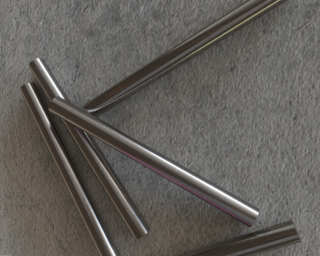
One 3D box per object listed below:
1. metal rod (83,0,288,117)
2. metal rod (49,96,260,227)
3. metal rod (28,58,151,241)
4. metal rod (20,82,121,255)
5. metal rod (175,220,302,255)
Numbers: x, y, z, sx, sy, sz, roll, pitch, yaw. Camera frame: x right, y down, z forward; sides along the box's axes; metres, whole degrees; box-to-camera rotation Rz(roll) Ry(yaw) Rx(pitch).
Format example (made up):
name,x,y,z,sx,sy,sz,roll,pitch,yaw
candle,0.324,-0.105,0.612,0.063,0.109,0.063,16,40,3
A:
name,x,y,z,sx,sy,sz,roll,pitch,yaw
metal rod,0.024,-0.094,0.399,0.300,0.025,0.025,-29,81,17
metal rod,-0.017,0.037,0.400,0.301,0.025,0.025,28,99,12
metal rod,-0.106,0.023,0.444,0.025,0.025,0.299,-38,78,16
metal rod,-0.132,0.065,0.453,0.025,0.025,0.299,-32,80,17
metal rod,0.026,0.177,0.399,0.300,0.025,0.025,-24,82,18
